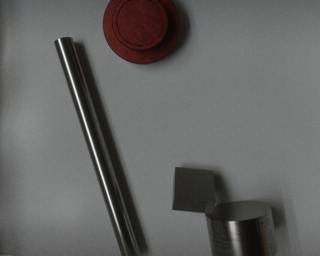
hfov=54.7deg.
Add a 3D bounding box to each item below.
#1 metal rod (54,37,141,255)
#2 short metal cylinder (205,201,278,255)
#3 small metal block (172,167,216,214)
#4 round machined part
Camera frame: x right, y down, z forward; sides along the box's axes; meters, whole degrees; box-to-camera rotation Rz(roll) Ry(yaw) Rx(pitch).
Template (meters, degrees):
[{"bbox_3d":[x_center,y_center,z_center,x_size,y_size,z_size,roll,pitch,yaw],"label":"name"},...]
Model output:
[{"bbox_3d":[-0.083,0.027,0.410,0.025,0.025,0.298,-18,90,0],"label":"metal rod"},{"bbox_3d":[0.100,0.127,0.385,0.081,0.080,0.050,-9,90,0],"label":"short metal cylinder"},{"bbox_3d":[0.043,0.079,0.397,0.050,0.050,0.025,6,131,-1],"label":"small metal block"},{"bbox_3d":[-0.024,-0.131,0.396,0.099,0.042,0.097,0,99,0],"label":"round machined part"}]
